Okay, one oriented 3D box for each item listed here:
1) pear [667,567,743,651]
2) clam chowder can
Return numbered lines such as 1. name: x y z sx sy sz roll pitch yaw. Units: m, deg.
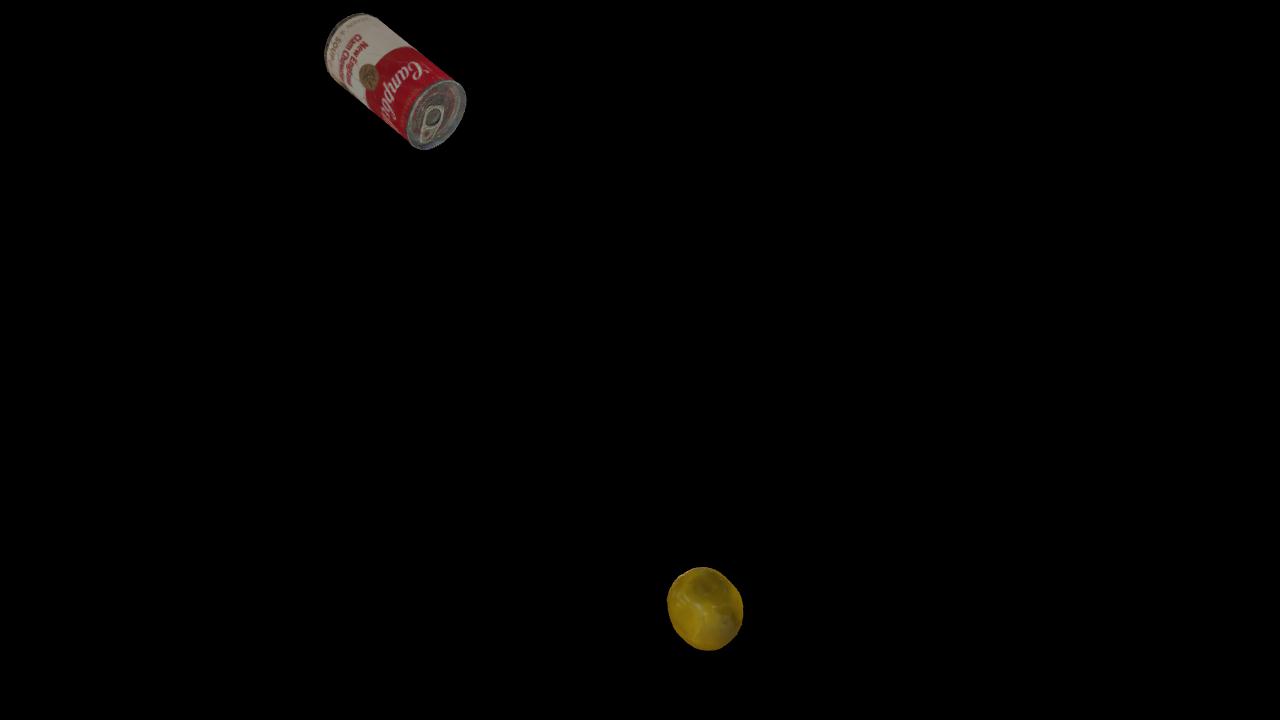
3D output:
1. pear: 0.065 0.273 0.637 0.080 0.111 0.080 0 28 0
2. clam chowder can: -0.213 -0.243 0.538 0.102 0.068 0.068 40 5 6
